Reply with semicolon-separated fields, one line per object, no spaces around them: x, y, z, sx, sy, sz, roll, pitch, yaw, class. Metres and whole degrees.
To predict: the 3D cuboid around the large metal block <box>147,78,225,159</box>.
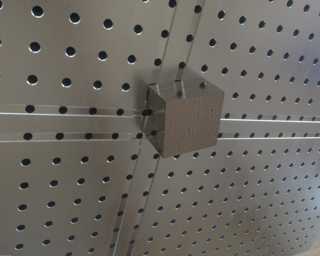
0.031;-0.015;0.405;0.081;0.050;0.079;-12;124;-23;large metal block
